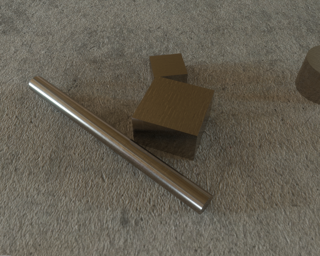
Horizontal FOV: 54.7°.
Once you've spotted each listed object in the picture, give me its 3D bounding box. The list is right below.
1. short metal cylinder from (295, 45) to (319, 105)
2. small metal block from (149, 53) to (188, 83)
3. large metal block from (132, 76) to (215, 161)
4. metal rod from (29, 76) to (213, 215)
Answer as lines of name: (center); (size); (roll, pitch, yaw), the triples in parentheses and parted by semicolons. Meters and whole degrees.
short metal cylinder: (0.249, -0.078, 0.456); (0.081, 0.050, 0.080); (0, 50, 0)
small metal block: (0.012, -0.088, 0.477); (0.050, 0.025, 0.050); (-7, 50, -6)
large metal block: (0.018, -0.015, 0.399); (0.080, 0.050, 0.080); (16, 52, 12)
metal rod: (-0.066, 0.009, 0.394); (0.300, 0.025, 0.025); (33, 57, 24)
